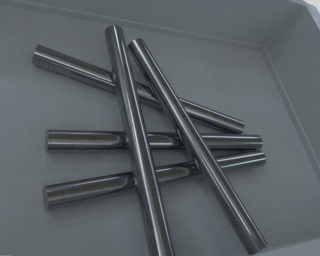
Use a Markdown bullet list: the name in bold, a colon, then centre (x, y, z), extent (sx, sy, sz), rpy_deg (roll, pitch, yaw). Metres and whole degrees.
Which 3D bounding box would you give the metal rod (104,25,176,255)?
- **metal rod**: centre (-0.028, 0.002, 0.355), extent (0.025, 0.025, 0.299), rpy_deg (0, 62, -29)

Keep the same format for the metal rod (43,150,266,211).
- **metal rod**: centre (0.017, 0.057, 0.380), extent (0.303, 0.025, 0.025), rpy_deg (-5, 65, -31)

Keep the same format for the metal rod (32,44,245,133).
- **metal rod**: centre (-0.016, -0.045, 0.423), extent (0.302, 0.025, 0.025), rpy_deg (18, 55, -18)

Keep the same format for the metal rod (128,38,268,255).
- **metal rod**: centre (0.038, 0.011, 0.387), extent (0.025, 0.025, 0.299), rpy_deg (-19, 72, -36)

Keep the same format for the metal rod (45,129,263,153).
- **metal rod**: centre (0.013, 0.018, 0.401), extent (0.303, 0.025, 0.025), rpy_deg (2, 61, -28)
